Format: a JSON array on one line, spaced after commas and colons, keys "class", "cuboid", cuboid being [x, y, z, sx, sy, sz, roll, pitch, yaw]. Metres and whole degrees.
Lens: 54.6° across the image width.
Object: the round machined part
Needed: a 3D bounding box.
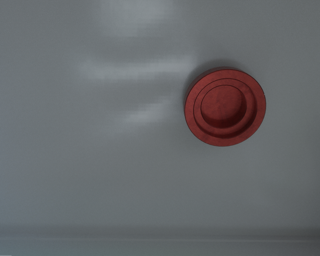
[{"class": "round machined part", "cuboid": [0.079, -0.029, 0.392, 0.099, 0.042, 0.097, 0, 110, 0]}]
